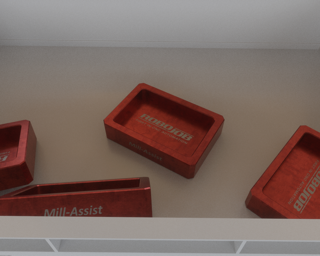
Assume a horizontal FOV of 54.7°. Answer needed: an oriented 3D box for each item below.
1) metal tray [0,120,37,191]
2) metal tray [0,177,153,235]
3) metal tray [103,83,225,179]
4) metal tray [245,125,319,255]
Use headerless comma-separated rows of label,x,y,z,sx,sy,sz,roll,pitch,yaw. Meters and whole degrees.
metal tray,-0.214,0.038,0.352,0.131,0.030,0.090,-12,36,-11
metal tray,-0.074,0.071,0.301,0.131,0.090,0.030,-3,87,-3
metal tray,0.005,-0.001,0.402,0.130,0.030,0.090,25,54,19
metal tray,0.170,0.063,0.350,0.090,0.030,0.131,34,57,25
